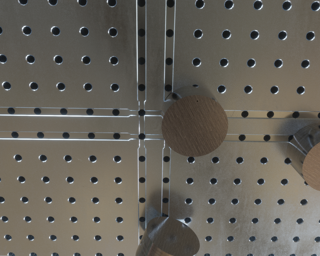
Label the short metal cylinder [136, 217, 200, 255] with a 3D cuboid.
[{"bbox_3d":[0.011,0.175,0.449,0.080,0.080,0.050,18,109,-7],"label":"short metal cylinder"}]

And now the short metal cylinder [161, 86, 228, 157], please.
[{"bbox_3d":[0.042,-0.010,0.397,0.081,0.050,0.079,0,110,-1],"label":"short metal cylinder"}]

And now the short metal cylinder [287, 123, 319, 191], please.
[{"bbox_3d":[0.222,0.039,0.418,0.081,0.050,0.079,0,110,-1],"label":"short metal cylinder"}]
